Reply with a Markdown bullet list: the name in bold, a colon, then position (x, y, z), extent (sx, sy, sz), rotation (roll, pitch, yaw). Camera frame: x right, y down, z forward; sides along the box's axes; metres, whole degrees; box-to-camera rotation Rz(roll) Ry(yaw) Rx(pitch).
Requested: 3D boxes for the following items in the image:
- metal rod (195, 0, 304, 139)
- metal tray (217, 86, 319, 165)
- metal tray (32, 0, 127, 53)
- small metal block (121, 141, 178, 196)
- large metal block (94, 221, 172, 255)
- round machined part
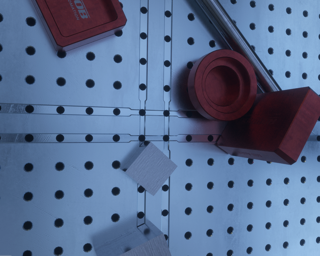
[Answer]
- **metal rod**: position (0.136, -0.100, 0.464), extent (0.025, 0.025, 0.300), rotation (-45, 104, -15)
- **metal tray**: position (0.139, -0.004, 0.410), extent (0.030, 0.130, 0.090), rotation (35, 79, -17)
- **metal tray**: position (-0.108, -0.167, 0.370), extent (0.091, 0.030, 0.129), rotation (-27, 99, -18)
- **small metal block**: position (-0.014, 0.052, 0.408), extent (0.050, 0.025, 0.050), rotation (44, 76, -15)
- **large metal block**: position (-0.027, 0.178, 0.391), extent (0.081, 0.050, 0.080), rotation (-21, 97, -19)
- **round machined part**: position (0.083, -0.058, 0.436), extent (0.099, 0.042, 0.097), rotation (0, 90, -21)
